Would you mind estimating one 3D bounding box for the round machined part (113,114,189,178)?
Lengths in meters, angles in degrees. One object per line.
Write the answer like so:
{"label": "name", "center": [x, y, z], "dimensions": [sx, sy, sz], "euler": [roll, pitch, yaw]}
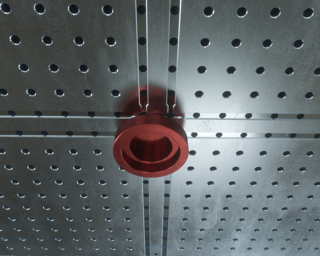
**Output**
{"label": "round machined part", "center": [-0.012, 0.019, 0.417], "dimensions": [0.099, 0.042, 0.097], "euler": [0, 130, 0]}
